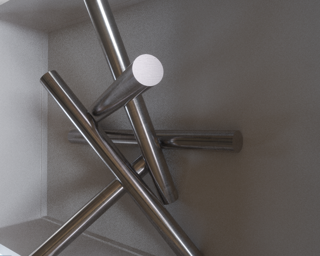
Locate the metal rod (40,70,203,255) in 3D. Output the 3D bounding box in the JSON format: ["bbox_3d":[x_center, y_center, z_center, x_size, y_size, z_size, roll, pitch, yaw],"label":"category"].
[{"bbox_3d":[-0.050,0.049,0.387,0.300,0.025,0.025,51,122,6],"label":"metal rod"}]

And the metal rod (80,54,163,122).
[{"bbox_3d":[-0.065,-0.027,0.373,0.299,0.025,0.025,163,102,-67],"label":"metal rod"}]

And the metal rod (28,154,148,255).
[{"bbox_3d":[-0.119,0.135,0.394,0.301,0.025,0.025,-42,58,-9],"label":"metal rod"}]

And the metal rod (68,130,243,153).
[{"bbox_3d":[-0.031,0.015,0.432,0.300,0.025,0.025,0,90,40],"label":"metal rod"}]

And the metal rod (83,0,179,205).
[{"bbox_3d":[-0.036,-0.044,0.361,0.025,0.025,0.298,-7,110,40],"label":"metal rod"}]
